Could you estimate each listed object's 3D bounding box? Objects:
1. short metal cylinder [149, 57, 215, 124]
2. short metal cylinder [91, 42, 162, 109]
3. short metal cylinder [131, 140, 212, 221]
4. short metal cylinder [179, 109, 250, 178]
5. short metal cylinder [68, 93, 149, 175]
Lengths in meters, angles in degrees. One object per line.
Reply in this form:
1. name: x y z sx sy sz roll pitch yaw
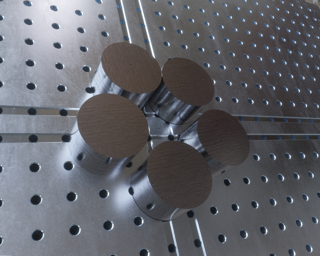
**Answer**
1. short metal cylinder: 0.029 -0.052 0.438 0.081 0.050 0.080 13 57 -21
2. short metal cylinder: -0.045 -0.065 0.407 0.081 0.050 0.080 14 56 -21
3. short metal cylinder: 0.013 0.061 0.360 0.081 0.050 0.080 13 56 -20
4. short metal cylinder: 0.072 0.022 0.416 0.081 0.050 0.080 13 57 -22
5. short metal cylinder: -0.059 0.007 0.355 0.081 0.050 0.080 13 56 -21
